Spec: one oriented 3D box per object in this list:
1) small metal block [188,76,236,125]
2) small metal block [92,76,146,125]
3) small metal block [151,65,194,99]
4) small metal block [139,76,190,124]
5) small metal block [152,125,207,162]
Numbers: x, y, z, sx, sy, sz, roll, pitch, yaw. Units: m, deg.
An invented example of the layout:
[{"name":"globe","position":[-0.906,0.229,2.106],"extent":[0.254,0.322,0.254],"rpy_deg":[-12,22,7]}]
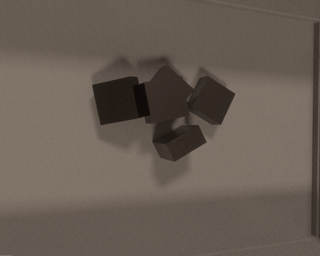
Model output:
[{"name":"small metal block","position":[0.071,-0.038,0.438],"extent":[0.050,0.025,0.050],"rpy_deg":[29,80,-18]},{"name":"small metal block","position":[-0.050,-0.033,0.380],"extent":[0.050,0.025,0.050],"rpy_deg":[-10,95,16]},{"name":"small metal block","position":[0.009,-0.048,0.415],"extent":[0.050,0.025,0.050],"rpy_deg":[40,77,-16]},{"name":"small metal block","position":[0.005,-0.035,0.387],"extent":[0.050,0.025,0.050],"rpy_deg":[-13,95,-20]},{"name":"small metal block","position":[0.025,0.019,0.408],"extent":[0.050,0.050,0.025],"rpy_deg":[-29,100,-18]}]
